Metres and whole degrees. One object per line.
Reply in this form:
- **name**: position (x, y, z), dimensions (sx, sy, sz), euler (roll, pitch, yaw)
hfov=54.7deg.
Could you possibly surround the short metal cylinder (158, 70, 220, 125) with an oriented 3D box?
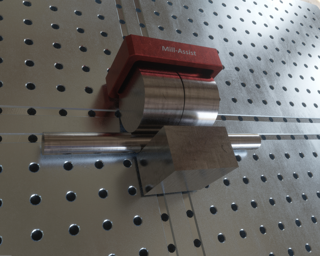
- **short metal cylinder**: position (0.033, -0.034, 0.408), dimensions (0.050, 0.080, 0.080), euler (2, 61, -28)

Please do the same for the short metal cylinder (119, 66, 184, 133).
- **short metal cylinder**: position (-0.013, -0.034, 0.383), dimensions (0.050, 0.080, 0.080), euler (1, 62, -28)

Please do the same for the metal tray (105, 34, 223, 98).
- **metal tray**: position (0.005, -0.072, 0.408), dimensions (0.131, 0.090, 0.030), euler (1, 62, -28)

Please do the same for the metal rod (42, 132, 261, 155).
- **metal rod**: position (0.010, 0.018, 0.397), dimensions (0.303, 0.025, 0.025), euler (1, 62, -28)

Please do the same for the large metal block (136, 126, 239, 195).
- **large metal block**: position (0.028, 0.038, 0.359), dimensions (0.081, 0.080, 0.050), euler (1, 62, -28)
